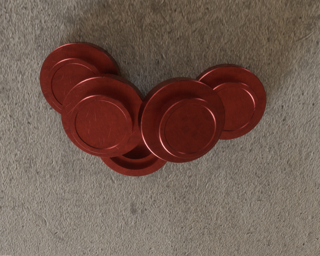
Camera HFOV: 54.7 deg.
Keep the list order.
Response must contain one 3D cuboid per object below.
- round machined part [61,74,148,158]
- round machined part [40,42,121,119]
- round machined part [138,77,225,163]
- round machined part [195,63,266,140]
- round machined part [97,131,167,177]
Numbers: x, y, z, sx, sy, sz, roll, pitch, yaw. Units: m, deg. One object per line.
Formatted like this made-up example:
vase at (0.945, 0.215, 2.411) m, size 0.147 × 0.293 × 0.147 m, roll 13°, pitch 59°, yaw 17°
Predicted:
round machined part at (-0.063, -0.010, 0.352) m, size 0.099 × 0.042 × 0.097 m, roll 0°, pitch 110°, yaw -1°
round machined part at (-0.098, -0.054, 0.380) m, size 0.099 × 0.042 × 0.097 m, roll 0°, pitch 110°, yaw -1°
round machined part at (0.027, -0.005, 0.345) m, size 0.099 × 0.042 × 0.097 m, roll -5°, pitch 109°, yaw -13°
round machined part at (0.086, -0.030, 0.392) m, size 0.099 × 0.042 × 0.097 m, roll 0°, pitch 110°, yaw -1°
round machined part at (-0.032, 0.011, 0.405) m, size 0.099 × 0.042 × 0.097 m, roll 0°, pitch 110°, yaw -1°
